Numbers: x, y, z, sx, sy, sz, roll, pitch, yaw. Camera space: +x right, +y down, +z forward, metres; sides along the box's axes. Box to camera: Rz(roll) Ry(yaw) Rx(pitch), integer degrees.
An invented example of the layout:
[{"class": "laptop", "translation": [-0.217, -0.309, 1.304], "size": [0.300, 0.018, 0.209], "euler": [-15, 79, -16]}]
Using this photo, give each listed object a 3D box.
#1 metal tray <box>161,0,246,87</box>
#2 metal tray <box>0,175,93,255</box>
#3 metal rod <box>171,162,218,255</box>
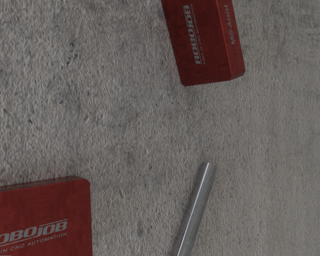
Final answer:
[{"class": "metal tray", "translation": [0.055, -0.125, 0.407], "size": [0.030, 0.090, 0.129], "euler": [-25, 106, -37]}, {"class": "metal tray", "translation": [-0.131, 0.099, 0.292], "size": [0.131, 0.030, 0.089], "euler": [-3, 92, -40]}, {"class": "metal rod", "translation": [0.023, 0.190, 0.424], "size": [0.025, 0.025, 0.299], "euler": [34, 69, -35]}]
